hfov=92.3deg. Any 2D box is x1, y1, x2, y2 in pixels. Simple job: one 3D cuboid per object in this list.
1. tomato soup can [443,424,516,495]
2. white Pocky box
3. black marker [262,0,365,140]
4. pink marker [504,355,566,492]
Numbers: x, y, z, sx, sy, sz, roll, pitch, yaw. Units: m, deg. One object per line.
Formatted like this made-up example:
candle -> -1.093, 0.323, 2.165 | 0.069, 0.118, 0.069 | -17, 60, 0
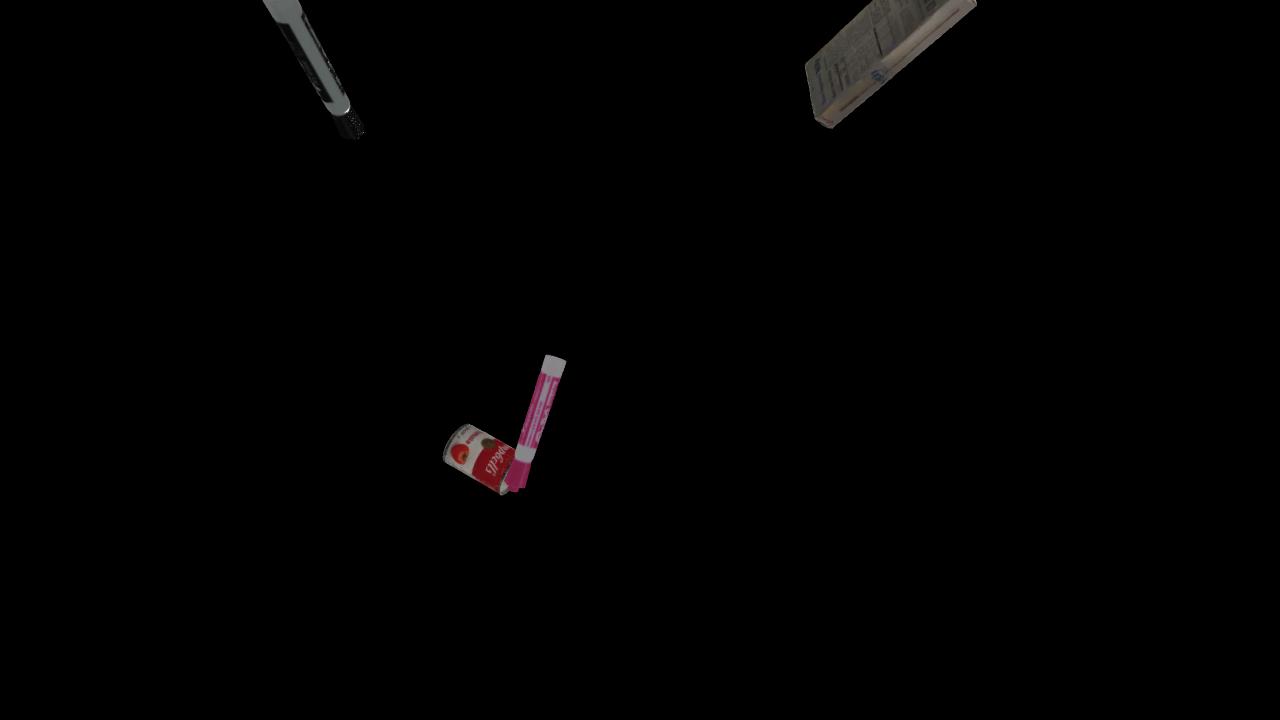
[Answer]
tomato soup can -> -0.226, 0.144, 0.897 | 0.101, 0.068, 0.068 | 26, 6, 12
white Pocky box -> 0.222, -0.296, 0.567 | 0.028, 0.084, 0.154 | 18, -33, -30
black marker -> -0.218, -0.196, 0.419 | 0.020, 0.020, 0.121 | 0, -22, -2
pink marker -> -0.090, 0.055, 0.526 | 0.020, 0.121, 0.020 | 18, 3, -1
